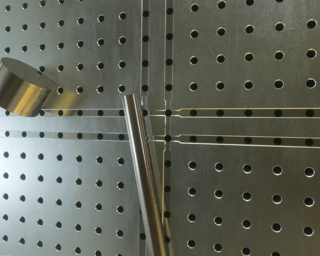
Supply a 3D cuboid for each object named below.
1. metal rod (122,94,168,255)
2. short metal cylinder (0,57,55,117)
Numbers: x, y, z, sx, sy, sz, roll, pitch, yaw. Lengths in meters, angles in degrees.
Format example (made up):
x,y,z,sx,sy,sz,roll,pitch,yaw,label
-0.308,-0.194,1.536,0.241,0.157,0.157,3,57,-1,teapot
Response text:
x,y,z,sx,sy,sz,roll,pitch,yaw,label
-0.014,0.103,0.416,0.025,0.025,0.298,-11,86,19,metal rod
-0.204,-0.059,0.453,0.080,0.080,0.050,39,102,15,short metal cylinder
